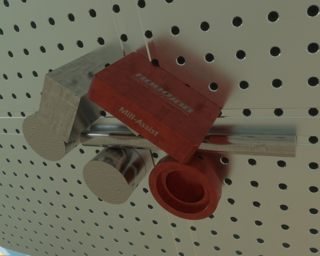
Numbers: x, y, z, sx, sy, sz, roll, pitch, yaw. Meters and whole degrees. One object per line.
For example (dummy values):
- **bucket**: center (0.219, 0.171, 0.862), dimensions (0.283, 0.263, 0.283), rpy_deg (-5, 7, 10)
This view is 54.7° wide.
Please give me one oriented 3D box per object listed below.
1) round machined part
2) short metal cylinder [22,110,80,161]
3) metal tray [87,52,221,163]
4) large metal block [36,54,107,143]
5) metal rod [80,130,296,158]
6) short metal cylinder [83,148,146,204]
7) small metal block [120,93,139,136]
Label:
- **round machined part**: center (0.037, 0.075, 0.427), dimensions (0.098, 0.042, 0.097), rpy_deg (13, 124, 21)
- **short metal cylinder**: center (-0.164, 0.005, 0.484), dimensions (0.080, 0.050, 0.079), rpy_deg (13, 124, 21)
- **metal tray**: center (-0.003, -0.028, 0.353), dimensions (0.130, 0.090, 0.030), rpy_deg (35, 129, 5)
- **large metal block**: center (-0.109, -0.040, 0.409), dimensions (0.050, 0.080, 0.079), rpy_deg (33, 129, 6)
- **metal rod**: center (0.017, 0.018, 0.413), dimensions (0.300, 0.025, 0.025), rpy_deg (1, 119, 27)
- **short metal cylinder**: center (-0.069, 0.069, 0.474), dimensions (0.080, 0.050, 0.079), rpy_deg (13, 124, 21)
- **small metal block**: center (-0.030, -0.025, 0.412), dimensions (0.050, 0.025, 0.050), rpy_deg (43, 129, -2)
